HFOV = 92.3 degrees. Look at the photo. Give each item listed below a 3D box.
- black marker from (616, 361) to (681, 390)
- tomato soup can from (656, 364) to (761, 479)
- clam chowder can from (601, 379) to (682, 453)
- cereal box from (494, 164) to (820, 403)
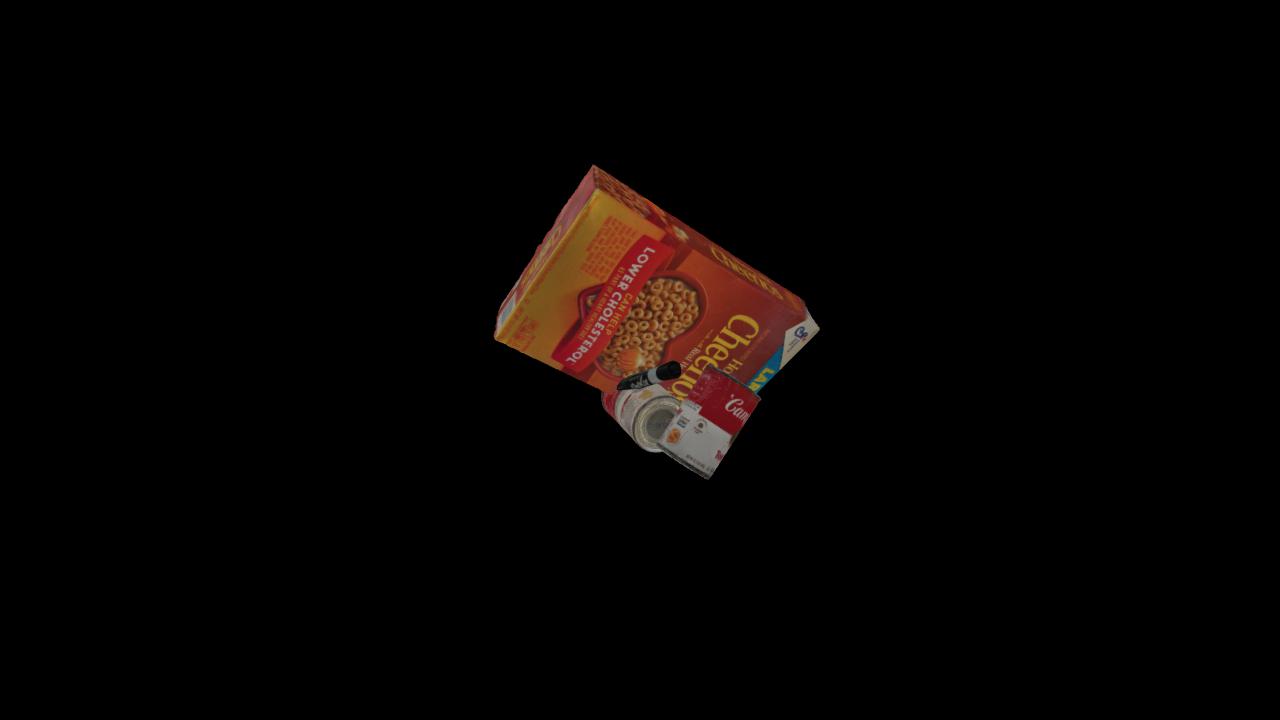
[{"bbox_3d":[0.005,0.021,0.669,0.020,0.020,0.121,0,-12,-35],"label":"black marker"},{"bbox_3d":[0.070,0.064,0.636,0.068,0.101,0.068,34,-3,2],"label":"tomato soup can"},{"bbox_3d":[0.004,0.055,0.702,0.068,0.068,0.102,0,17,-23],"label":"clam chowder can"},{"bbox_3d":[0.022,-0.046,0.692,0.306,0.203,0.081,28,29,-24],"label":"cereal box"}]
